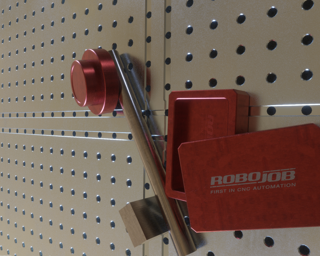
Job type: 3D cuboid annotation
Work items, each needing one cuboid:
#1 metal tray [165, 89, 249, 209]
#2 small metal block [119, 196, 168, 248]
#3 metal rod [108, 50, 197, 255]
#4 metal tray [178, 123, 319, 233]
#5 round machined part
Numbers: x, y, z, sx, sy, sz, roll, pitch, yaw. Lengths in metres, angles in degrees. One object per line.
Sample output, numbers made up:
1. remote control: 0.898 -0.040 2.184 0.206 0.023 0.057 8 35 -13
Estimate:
1. metal tray: 0.052 0.022 0.361 0.090 0.030 0.129 4 92 39
2. small metal block: -0.019 0.121 0.407 0.025 0.050 0.050 -42 65 32
3. metal rod: -0.020 0.022 0.423 0.025 0.025 0.299 -34 69 34
4. metal tray: 0.090 0.049 0.301 0.130 0.030 0.089 -10 88 20
5. round machined part: -0.102 -0.067 0.459 0.098 0.042 0.097 24 120 53
